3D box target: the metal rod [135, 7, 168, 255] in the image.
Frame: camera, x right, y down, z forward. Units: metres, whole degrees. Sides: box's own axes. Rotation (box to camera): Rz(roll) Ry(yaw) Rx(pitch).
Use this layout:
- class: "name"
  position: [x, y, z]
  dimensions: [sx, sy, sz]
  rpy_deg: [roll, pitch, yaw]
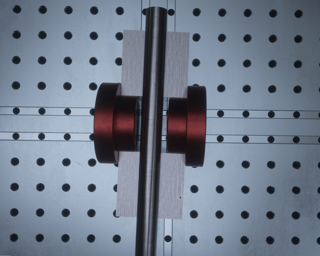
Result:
- class: "metal rod"
  position: [-0.010, 0.011, 0.363]
  dimensions: [0.025, 0.025, 0.298]
  rpy_deg: [3, 90, 0]

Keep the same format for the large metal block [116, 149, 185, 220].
- class: "large metal block"
  position: [-0.011, 0.069, 0.400]
  dimensions: [0.081, 0.050, 0.080]
  rpy_deg: [3, 90, 0]

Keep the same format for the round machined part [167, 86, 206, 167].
- class: "round machined part"
  position: [0.032, -0.002, 0.377]
  dimensions: [0.042, 0.098, 0.097]
  rpy_deg: [2, 90, 5]

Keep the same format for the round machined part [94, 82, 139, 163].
- class: "round machined part"
  position: [-0.049, -0.006, 0.376]
  dimensions: [0.042, 0.098, 0.097]
  rpy_deg: [2, 90, 0]

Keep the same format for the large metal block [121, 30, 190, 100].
- class: "large metal block"
  position: [-0.006, -0.078, 0.400]
  dimensions: [0.081, 0.050, 0.079]
  rpy_deg: [2, 90, 0]
